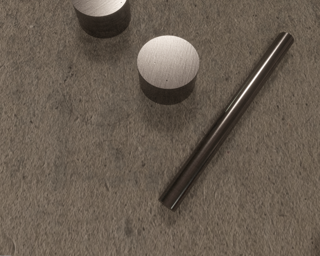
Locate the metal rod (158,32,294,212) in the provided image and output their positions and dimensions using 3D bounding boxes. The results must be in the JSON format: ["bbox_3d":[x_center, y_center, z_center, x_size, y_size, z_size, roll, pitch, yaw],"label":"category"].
[{"bbox_3d":[0.097,-0.019,0.416,0.025,0.025,0.300,35,73,11],"label":"metal rod"}]

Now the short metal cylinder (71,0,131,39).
[{"bbox_3d":[-0.086,-0.182,0.460,0.081,0.050,0.080,0,70,0],"label":"short metal cylinder"}]

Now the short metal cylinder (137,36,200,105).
[{"bbox_3d":[0.011,-0.078,0.423,0.081,0.050,0.080,0,70,0],"label":"short metal cylinder"}]
